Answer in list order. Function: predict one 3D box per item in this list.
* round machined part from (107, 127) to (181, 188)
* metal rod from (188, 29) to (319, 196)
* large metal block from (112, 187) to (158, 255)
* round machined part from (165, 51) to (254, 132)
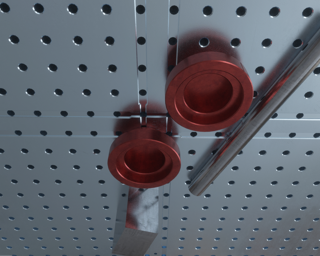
[{"bbox_3d":[-0.021,0.037,0.432,0.099,0.042,0.097,0,130,0],"label":"round machined part"},{"bbox_3d":[0.121,-0.004,0.408,0.025,0.025,0.298,20,127,-16],"label":"metal rod"},{"bbox_3d":[-0.040,0.152,0.504,0.050,0.080,0.079,15,128,-13],"label":"large metal block"},{"bbox_3d":[0.055,-0.045,0.362,0.099,0.042,0.097,0,130,0],"label":"round machined part"}]
